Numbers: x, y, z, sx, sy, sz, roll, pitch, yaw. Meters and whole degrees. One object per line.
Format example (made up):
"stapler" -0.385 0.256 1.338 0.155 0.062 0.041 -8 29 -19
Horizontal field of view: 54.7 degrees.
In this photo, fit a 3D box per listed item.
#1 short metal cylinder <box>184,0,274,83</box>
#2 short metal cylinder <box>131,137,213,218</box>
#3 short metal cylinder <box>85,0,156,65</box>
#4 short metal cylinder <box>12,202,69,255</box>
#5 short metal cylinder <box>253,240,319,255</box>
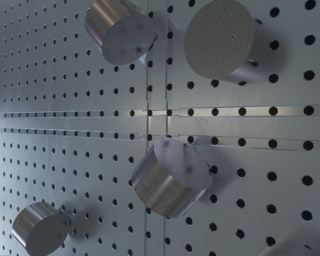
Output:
"short metal cylinder" 0.073 -0.090 0.333 0.080 0.050 0.079 0 90 40
"short metal cylinder" 0.014 0.056 0.362 0.080 0.081 0.050 51 120 28
"short metal cylinder" -0.053 -0.132 0.417 0.080 0.081 0.050 -51 60 28
"short metal cylinder" -0.210 0.178 0.547 0.050 0.081 0.079 22 104 38
"short metal cylinder" 0.119 0.155 0.295 0.080 0.050 0.079 0 90 40
